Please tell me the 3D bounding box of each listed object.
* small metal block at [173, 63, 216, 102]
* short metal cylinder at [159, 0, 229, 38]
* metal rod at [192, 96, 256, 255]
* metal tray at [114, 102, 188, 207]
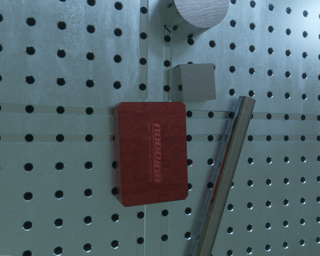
[{"bbox_3d":[0.048,-0.062,0.432,0.050,0.025,0.050,-6,92,-20],"label":"small metal block"},{"bbox_3d":[0.045,-0.167,0.417,0.081,0.050,0.079,0,90,-21],"label":"short metal cylinder"},{"bbox_3d":[0.085,0.098,0.445,0.025,0.025,0.299,20,83,-19],"label":"metal rod"},{"bbox_3d":[-0.012,0.031,0.407,0.091,0.030,0.129,-2,91,-21],"label":"metal tray"}]
